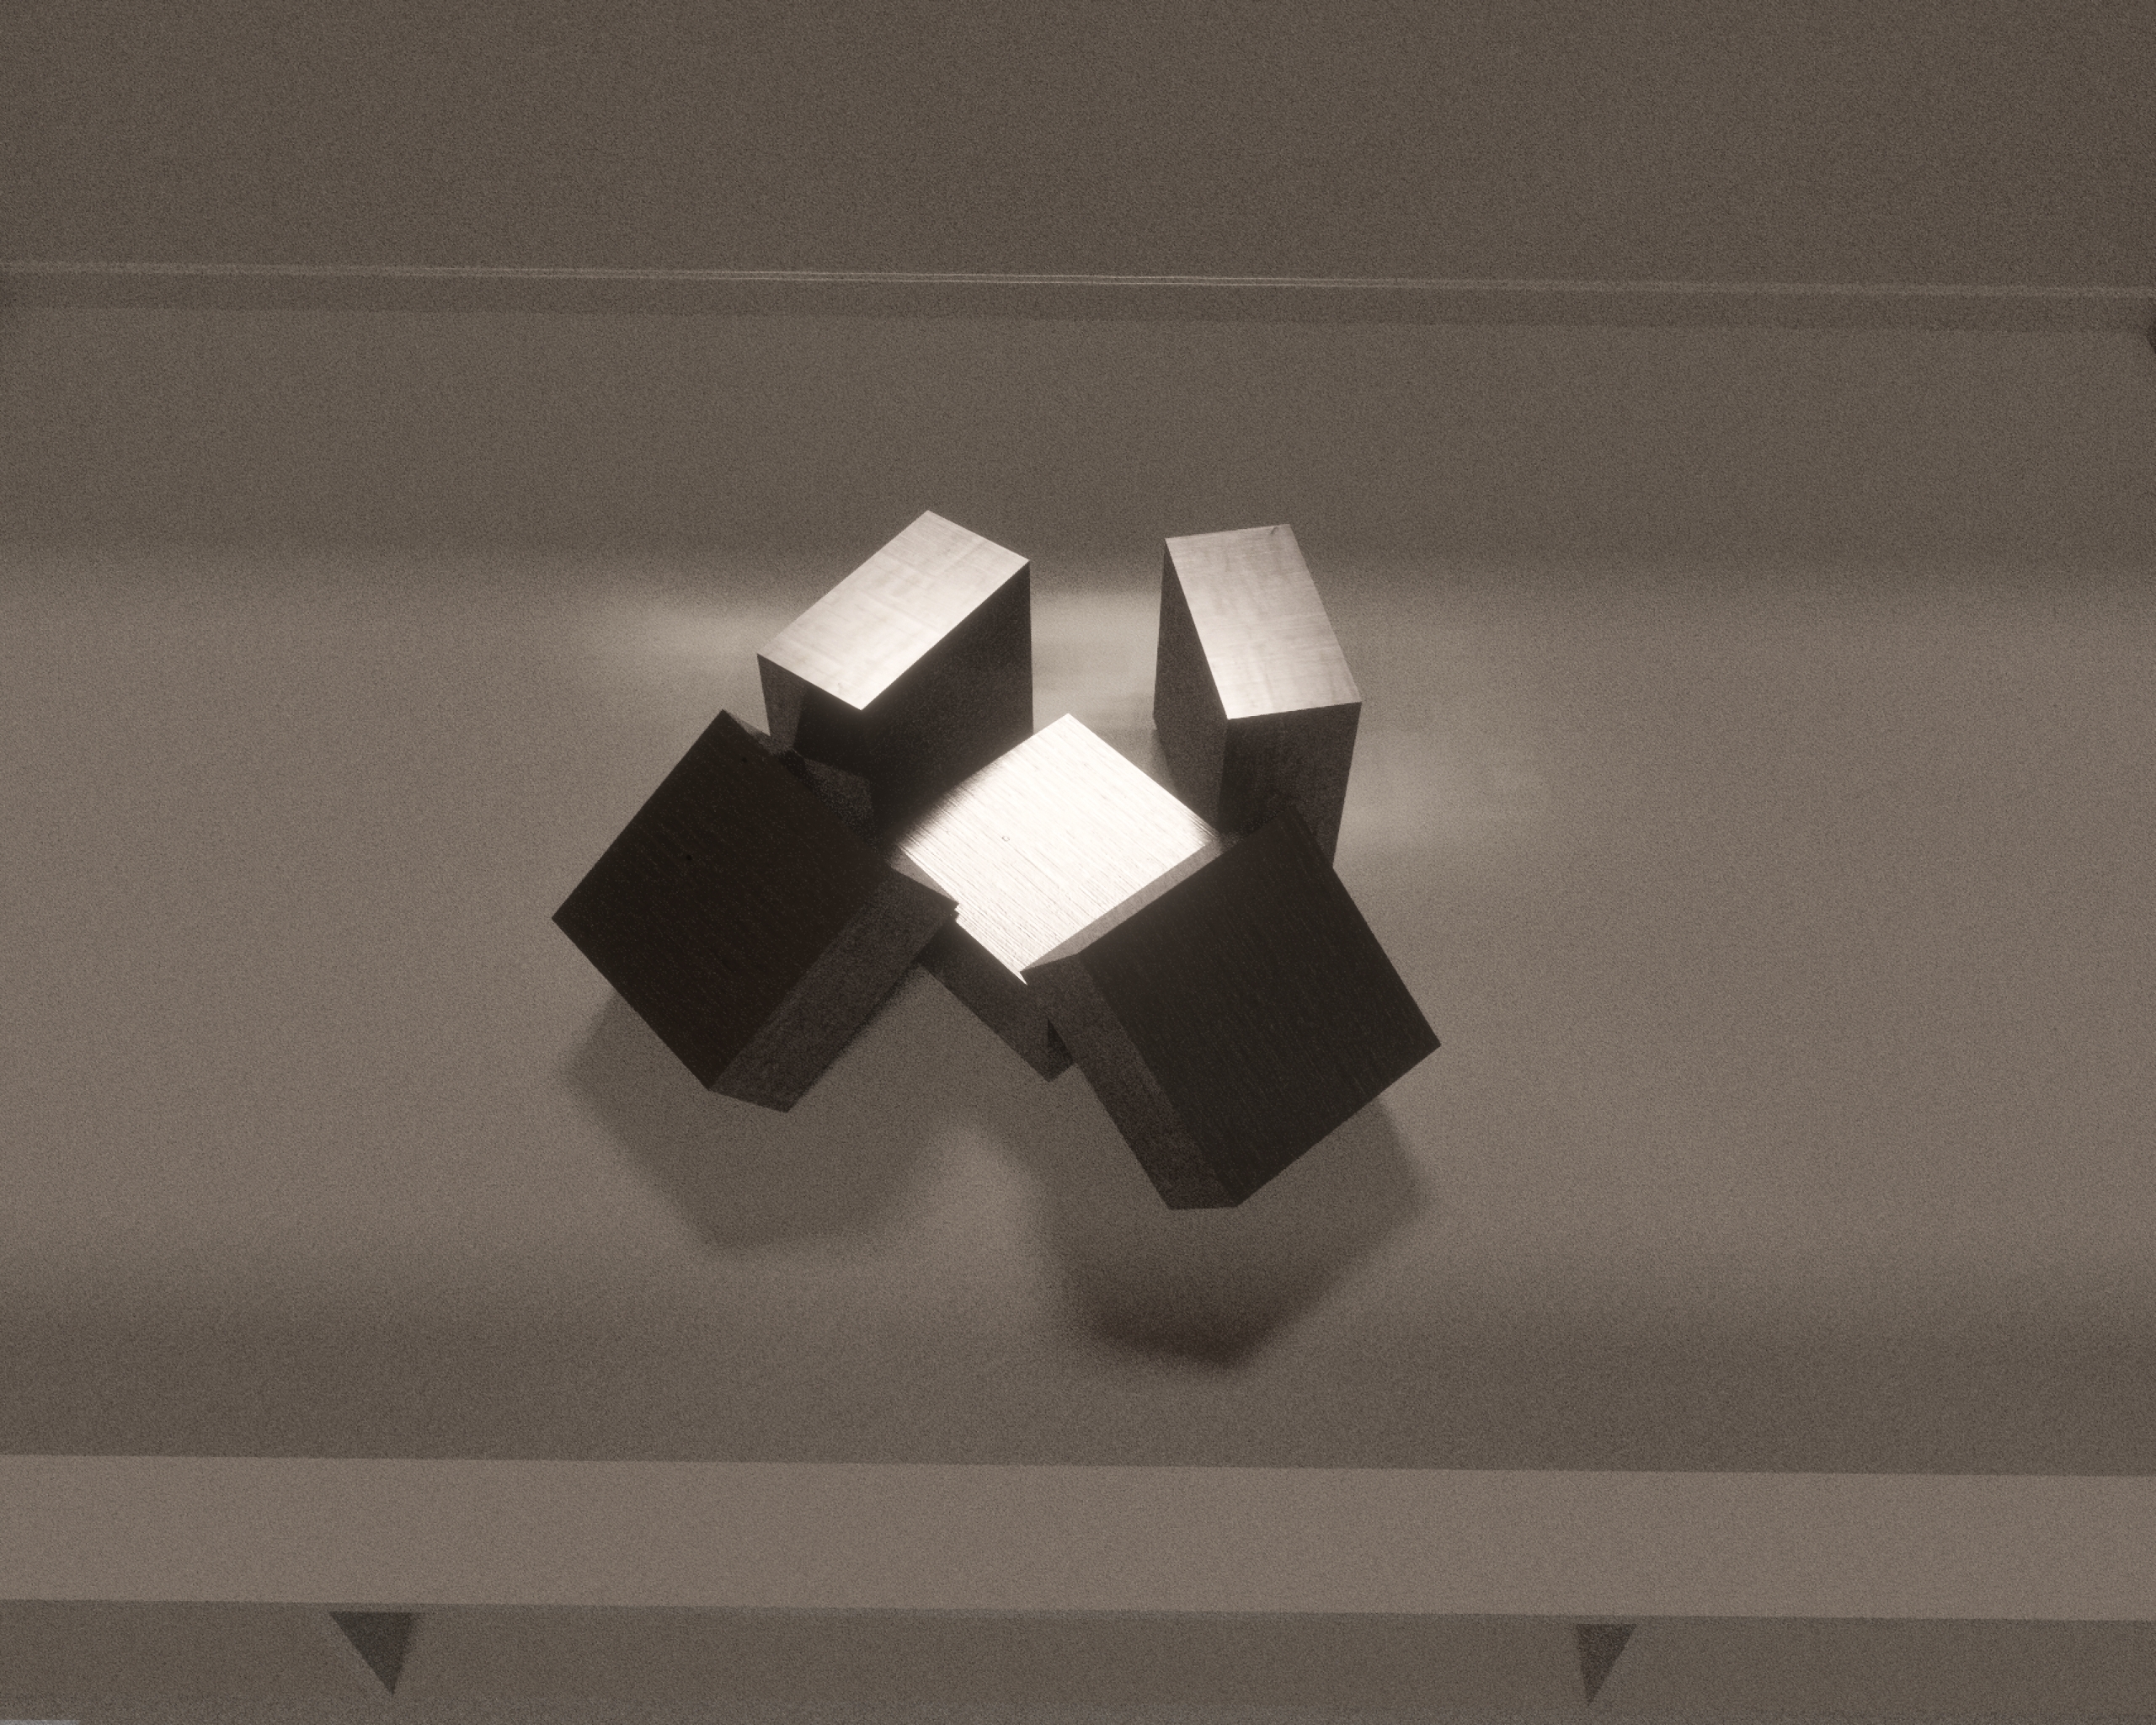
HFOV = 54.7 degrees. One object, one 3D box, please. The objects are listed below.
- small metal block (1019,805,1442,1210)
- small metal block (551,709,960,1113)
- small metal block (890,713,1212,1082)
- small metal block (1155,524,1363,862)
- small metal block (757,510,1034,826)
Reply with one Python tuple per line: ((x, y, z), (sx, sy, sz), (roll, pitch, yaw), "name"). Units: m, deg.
((0.027, 0.026, 0.365), (0.050, 0.025, 0.050), (-34, 95, -26), "small metal block")
((-0.059, 0.009, 0.380), (0.050, 0.025, 0.050), (41, 94, 29), "small metal block")
((-0.004, 0.006, 0.397), (0.050, 0.025, 0.050), (-35, 58, -26), "small metal block")
((0.034, -0.030, 0.412), (0.025, 0.050, 0.050), (-8, 50, -8), "small metal block")
((-0.034, -0.033, 0.413), (0.025, 0.050, 0.050), (29, 56, 22), "small metal block")
